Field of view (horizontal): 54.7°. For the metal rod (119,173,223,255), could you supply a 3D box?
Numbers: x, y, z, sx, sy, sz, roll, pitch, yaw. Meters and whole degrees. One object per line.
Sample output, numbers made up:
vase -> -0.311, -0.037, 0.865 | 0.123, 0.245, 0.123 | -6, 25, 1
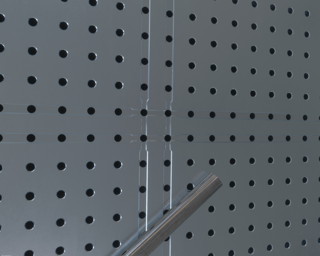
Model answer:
metal rod -> -0.033, 0.164, 0.401 | 0.301, 0.025, 0.025 | -39, 103, -16
